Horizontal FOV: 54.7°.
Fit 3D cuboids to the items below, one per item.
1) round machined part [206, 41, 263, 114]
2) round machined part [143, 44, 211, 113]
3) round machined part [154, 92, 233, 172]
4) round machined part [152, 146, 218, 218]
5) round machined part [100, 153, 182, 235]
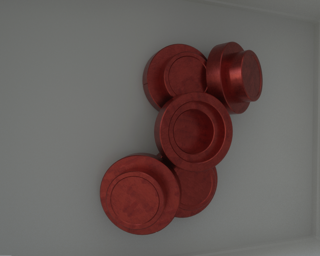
[{"bbox_3d":[0.106,-0.068,0.417,0.099,0.042,0.097,5,84,-50],"label":"round machined part"},{"bbox_3d":[0.030,-0.063,0.411,0.099,0.042,0.097,0,90,-21],"label":"round machined part"},{"bbox_3d":[0.039,0.005,0.392,0.099,0.042,0.097,0,90,-21],"label":"round machined part"},{"bbox_3d":[0.035,0.072,0.414,0.099,0.042,0.097,0,90,-21],"label":"round machined part"},{"bbox_3d":[-0.025,0.081,0.369,0.098,0.042,0.097,1,94,9],"label":"round machined part"}]
